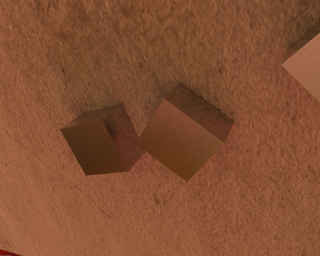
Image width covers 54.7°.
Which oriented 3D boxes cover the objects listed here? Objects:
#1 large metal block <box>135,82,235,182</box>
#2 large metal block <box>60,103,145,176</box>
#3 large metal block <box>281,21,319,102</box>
[{"bbox_3d":[0.029,0.005,0.378,0.080,0.050,0.080,37,129,3],"label":"large metal block"},{"bbox_3d":[-0.081,0.018,0.443,0.080,0.050,0.080,-10,113,32],"label":"large metal block"},{"bbox_3d":[0.167,-0.061,0.265,0.080,0.050,0.080,44,129,-3],"label":"large metal block"}]
